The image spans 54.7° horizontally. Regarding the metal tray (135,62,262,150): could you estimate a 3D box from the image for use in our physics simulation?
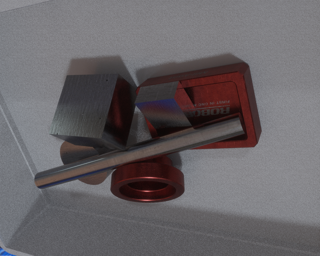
[{"bbox_3d":[0.044,-0.020,0.366,0.130,0.030,0.090,-5,116,30],"label":"metal tray"}]

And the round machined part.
[{"bbox_3d":[-0.016,0.067,0.423,0.099,0.042,0.098,0,149,0],"label":"round machined part"}]

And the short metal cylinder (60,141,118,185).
[{"bbox_3d":[-0.100,0.038,0.464,0.080,0.050,0.079,13,124,20],"label":"short metal cylinder"}]

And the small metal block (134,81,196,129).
[{"bbox_3d":[0.007,-0.025,0.358,0.050,0.025,0.050,-5,143,30],"label":"small metal block"}]

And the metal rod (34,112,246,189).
[{"bbox_3d":[-0.042,0.036,0.396,0.300,0.025,0.025,-17,110,23],"label":"metal rod"}]

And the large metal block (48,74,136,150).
[{"bbox_3d":[-0.081,-0.020,0.390,0.080,0.080,0.050,4,162,27],"label":"large metal block"}]
